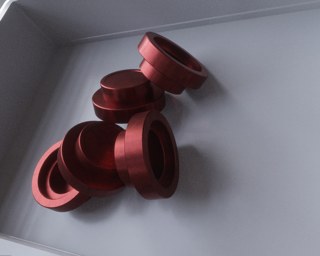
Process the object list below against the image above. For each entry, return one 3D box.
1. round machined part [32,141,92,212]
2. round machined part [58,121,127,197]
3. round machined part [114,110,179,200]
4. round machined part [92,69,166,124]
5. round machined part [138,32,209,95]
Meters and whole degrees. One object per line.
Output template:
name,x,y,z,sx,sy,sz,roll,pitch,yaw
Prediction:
round machined part,-0.119,0.065,0.418,0.098,0.042,0.098,-13,56,21
round machined part,-0.069,0.030,0.375,0.042,0.099,0.098,-52,37,45
round machined part,-0.016,0.031,0.348,0.042,0.098,0.098,-11,57,22
round machined part,-0.043,-0.048,0.418,0.099,0.042,0.098,-4,31,3
round machined part,0.012,-0.081,0.409,0.042,0.099,0.098,-54,47,24
